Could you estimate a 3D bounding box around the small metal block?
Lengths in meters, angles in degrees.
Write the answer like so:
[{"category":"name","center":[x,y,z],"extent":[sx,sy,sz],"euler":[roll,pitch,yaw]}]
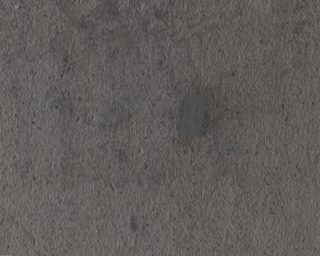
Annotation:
[{"category":"small metal block","center":[0.040,-0.015,0.398],"extent":[0.025,0.050,0.050],"euler":[10,90,0]}]
